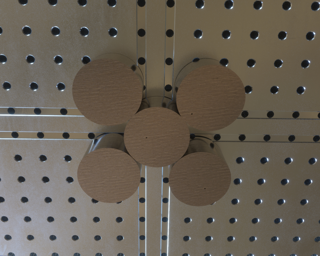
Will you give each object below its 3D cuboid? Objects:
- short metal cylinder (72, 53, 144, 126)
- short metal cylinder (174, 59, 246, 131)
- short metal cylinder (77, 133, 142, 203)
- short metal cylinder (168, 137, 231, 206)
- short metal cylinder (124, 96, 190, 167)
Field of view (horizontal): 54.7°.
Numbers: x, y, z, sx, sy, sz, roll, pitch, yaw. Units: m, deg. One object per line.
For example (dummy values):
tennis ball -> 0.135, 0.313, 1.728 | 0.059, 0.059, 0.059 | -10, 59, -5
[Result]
short metal cylinder -> -0.061, -0.049, 0.381 | 0.081, 0.050, 0.079 | 0, 110, -1
short metal cylinder -> 0.059, -0.042, 0.383 | 0.081, 0.050, 0.079 | 0, 110, -1
short metal cylinder -> -0.065, 0.053, 0.418 | 0.081, 0.050, 0.079 | 0, 110, -1
short metal cylinder -> 0.051, 0.058, 0.422 | 0.081, 0.050, 0.079 | 0, 110, -1
short metal cylinder -> -0.004, 0.004, 0.401 | 0.081, 0.050, 0.079 | 0, 110, -1
